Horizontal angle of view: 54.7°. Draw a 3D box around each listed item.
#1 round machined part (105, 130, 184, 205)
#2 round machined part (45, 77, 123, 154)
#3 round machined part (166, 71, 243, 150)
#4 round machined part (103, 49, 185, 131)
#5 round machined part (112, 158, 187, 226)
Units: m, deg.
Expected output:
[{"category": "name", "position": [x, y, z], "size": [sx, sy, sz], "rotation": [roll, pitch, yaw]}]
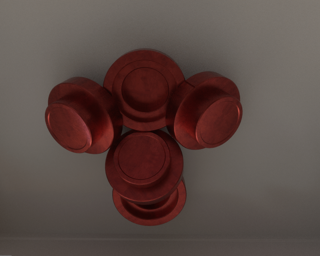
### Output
[{"category": "round machined part", "position": [-0.020, 0.042, 0.385], "size": [0.099, 0.098, 0.042], "rotation": [-6, 154, 2]}, {"category": "round machined part", "position": [-0.098, -0.009, 0.373], "size": [0.098, 0.042, 0.097], "rotation": [15, 126, 22]}, {"category": "round machined part", "position": [0.059, -0.015, 0.371], "size": [0.099, 0.042, 0.097], "rotation": [-17, 126, -25]}, {"category": "round machined part", "position": [-0.018, -0.048, 0.381], "size": [0.099, 0.042, 0.097], "rotation": [0, 110, 0]}, {"category": "round machined part", "position": [-0.014, 0.083, 0.430], "size": [0.099, 0.042, 0.097], "rotation": [0, 110, 0]}]
